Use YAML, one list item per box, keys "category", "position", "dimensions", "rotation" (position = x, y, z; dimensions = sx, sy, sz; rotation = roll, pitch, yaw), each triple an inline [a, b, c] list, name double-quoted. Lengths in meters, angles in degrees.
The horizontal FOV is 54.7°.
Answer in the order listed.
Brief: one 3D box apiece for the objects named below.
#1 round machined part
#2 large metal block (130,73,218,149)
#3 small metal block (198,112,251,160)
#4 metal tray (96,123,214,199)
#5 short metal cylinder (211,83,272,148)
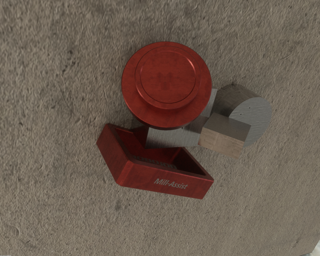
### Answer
- category: "round machined part"
  position: [0.007, -0.049, 0.334]
  dimensions: [0.098, 0.098, 0.042]
  rotation: [-32, 173, -8]
- category: "large metal block"
  position: [0.015, -0.023, 0.388]
  dimensions: [0.081, 0.050, 0.079]
  rotation: [-2, 119, -28]
- category: "small metal block"
  position: [0.080, 0.008, 0.382]
  dimensions: [0.050, 0.050, 0.025]
  rotation: [-44, 151, -56]
- category: "metal tray"
  position: [-0.005, 0.042, 0.389]
  dimensions: [0.131, 0.090, 0.030]
  rotation: [18, 109, -35]
- category: "short metal cylinder"
  position: [0.110, -0.018, 0.443]
  dimensions: [0.081, 0.050, 0.079]
  rotation: [-14, 124, -21]
